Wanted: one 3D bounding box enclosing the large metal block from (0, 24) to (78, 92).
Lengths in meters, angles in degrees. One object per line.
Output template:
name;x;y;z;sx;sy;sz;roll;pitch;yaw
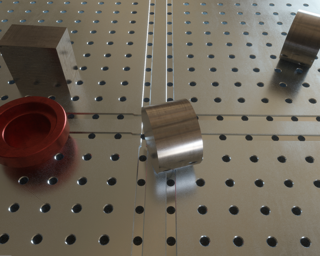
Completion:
large metal block;-0.174;-0.101;0.456;0.080;0.080;0.050;4;50;3

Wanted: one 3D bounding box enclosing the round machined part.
round machined part;-0.163;0.009;0.388;0.099;0.042;0.098;0;50;0

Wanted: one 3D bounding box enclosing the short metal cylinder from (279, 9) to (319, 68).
short metal cylinder;0.231;-0.142;0.492;0.050;0.080;0.080;23;54;18

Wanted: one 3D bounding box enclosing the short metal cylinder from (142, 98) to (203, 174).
short metal cylinder;0.012;0.009;0.364;0.050;0.080;0.080;-12;51;-10
